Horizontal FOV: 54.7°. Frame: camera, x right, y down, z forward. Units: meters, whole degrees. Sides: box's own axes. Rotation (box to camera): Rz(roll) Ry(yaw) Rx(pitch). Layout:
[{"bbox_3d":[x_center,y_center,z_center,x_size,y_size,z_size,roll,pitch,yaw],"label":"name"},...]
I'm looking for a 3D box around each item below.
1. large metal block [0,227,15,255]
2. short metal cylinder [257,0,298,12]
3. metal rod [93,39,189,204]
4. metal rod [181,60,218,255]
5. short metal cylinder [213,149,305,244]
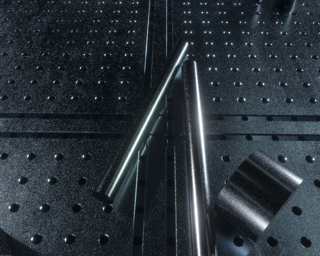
[{"bbox_3d":[-0.160,0.122,0.268,0.050,0.080,0.080,-30,56,-22],"label":"large metal block"},{"bbox_3d":[0.242,-0.279,0.628,0.080,0.050,0.080,0,50,0],"label":"short metal cylinder"},{"bbox_3d":[-0.013,-0.031,0.433,0.025,0.025,0.301,15,52,12],"label":"metal rod"},{"bbox_3d":[0.045,0.016,0.393,0.025,0.025,0.300,0,50,0],"label":"metal rod"},{"bbox_3d":[0.100,0.068,0.315,0.050,0.080,0.080,37,59,27],"label":"short metal cylinder"}]
